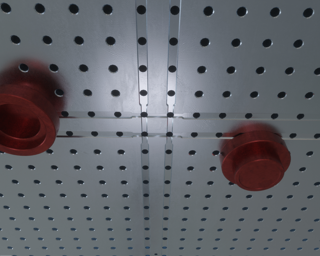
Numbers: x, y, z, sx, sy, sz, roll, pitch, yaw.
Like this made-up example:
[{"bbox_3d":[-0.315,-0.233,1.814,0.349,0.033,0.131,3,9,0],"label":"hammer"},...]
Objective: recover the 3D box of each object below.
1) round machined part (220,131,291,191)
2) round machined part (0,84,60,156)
[{"bbox_3d":[0.139,0.054,0.447,0.099,0.042,0.097,0,130,0],"label":"round machined part"},{"bbox_3d":[-0.175,-0.014,0.387,0.099,0.042,0.097,0,130,0],"label":"round machined part"}]
